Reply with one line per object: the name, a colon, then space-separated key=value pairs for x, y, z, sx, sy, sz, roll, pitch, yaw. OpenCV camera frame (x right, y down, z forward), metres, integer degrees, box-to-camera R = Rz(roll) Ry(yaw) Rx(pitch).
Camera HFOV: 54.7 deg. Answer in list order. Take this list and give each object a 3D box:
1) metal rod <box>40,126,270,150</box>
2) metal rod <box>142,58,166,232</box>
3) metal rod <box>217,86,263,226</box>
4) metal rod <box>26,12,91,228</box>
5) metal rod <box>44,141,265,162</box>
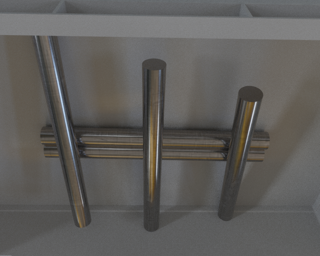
metal rod: x=-0.005 y=0.014 z=0.420 sx=0.302 sy=0.025 sz=0.025 roll=1 pitch=130 yaw=-2
metal rod: x=-0.010 y=0.047 z=0.415 sx=0.025 sy=0.025 sz=0.298 roll=1 pitch=131 yaw=-1
metal rod: x=0.104 y=0.063 z=0.433 sx=0.025 sy=0.025 sz=0.298 roll=-3 pitch=139 yaw=2
metal rod: x=-0.117 y=0.014 z=0.386 sx=0.025 sy=0.025 sz=0.298 roll=-1 pitch=122 yaw=0
metal rod: x=-0.006 y=0.032 z=0.435 sx=0.302 sy=0.025 sz=0.025 roll=1 pitch=130 yaw=-2
